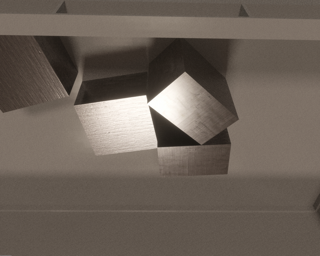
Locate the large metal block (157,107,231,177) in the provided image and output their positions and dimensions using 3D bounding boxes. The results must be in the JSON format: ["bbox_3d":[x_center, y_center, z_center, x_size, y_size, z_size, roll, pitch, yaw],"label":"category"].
[{"bbox_3d":[0.039,0.012,0.384,0.080,0.080,0.050,-3,130,2],"label":"large metal block"}]

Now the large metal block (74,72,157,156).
[{"bbox_3d":[-0.048,-0.016,0.378,0.080,0.050,0.080,-8,130,6],"label":"large metal block"}]

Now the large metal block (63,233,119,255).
[{"bbox_3d":[-0.141,0.263,0.618,0.080,0.050,0.080,32,123,-25],"label":"large metal block"}]

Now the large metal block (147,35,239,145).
[{"bbox_3d":[0.034,-0.042,0.338,0.080,0.080,0.050,36,121,-27],"label":"large metal block"}]

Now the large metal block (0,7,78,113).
[{"bbox_3d":[-0.147,-0.070,0.331,0.080,0.050,0.080,-13,129,10],"label":"large metal block"}]
